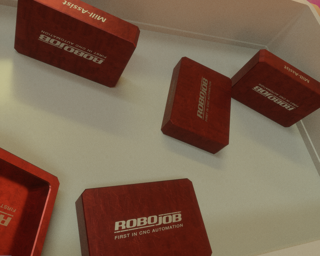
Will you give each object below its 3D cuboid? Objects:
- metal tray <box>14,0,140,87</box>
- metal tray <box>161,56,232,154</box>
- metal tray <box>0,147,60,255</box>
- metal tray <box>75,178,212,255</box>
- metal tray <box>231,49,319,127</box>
[{"bbox_3d":[-0.101,-0.107,0.374,0.131,0.090,0.030,20,54,-17],"label":"metal tray"},{"bbox_3d":[0.058,-0.036,0.455,0.090,0.030,0.130,23,53,-15],"label":"metal tray"},{"bbox_3d":[-0.146,0.059,0.243,0.130,0.030,0.090,44,40,-44],"label":"metal tray"},{"bbox_3d":[-0.016,0.106,0.329,0.131,0.030,0.090,-1,62,-29],"label":"metal tray"},{"bbox_3d":[0.187,-0.060,0.500,0.131,0.090,0.030,27,53,-12],"label":"metal tray"}]
